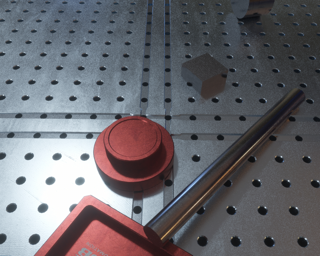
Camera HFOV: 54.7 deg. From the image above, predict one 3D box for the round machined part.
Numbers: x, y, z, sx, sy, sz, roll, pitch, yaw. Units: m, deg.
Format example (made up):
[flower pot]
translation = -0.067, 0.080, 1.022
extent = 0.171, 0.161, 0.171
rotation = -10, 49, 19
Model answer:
[round machined part]
translation = -0.031, 0.023, 0.377
extent = 0.099, 0.042, 0.098
rotation = 0, 50, 0

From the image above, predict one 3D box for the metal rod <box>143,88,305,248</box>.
[metal rod]
translation = 0.096, 0.026, 0.366
extent = 0.025, 0.025, 0.302
rotation = 36, 52, 26

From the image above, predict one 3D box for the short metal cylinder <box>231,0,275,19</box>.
[short metal cylinder]
translation = 0.174, -0.252, 0.586
extent = 0.050, 0.080, 0.080
rotation = -11, 51, -9

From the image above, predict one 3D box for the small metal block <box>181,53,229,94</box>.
[small metal block]
translation = 0.068, -0.086, 0.481
extent = 0.050, 0.025, 0.050
rotation = -27, 55, -21

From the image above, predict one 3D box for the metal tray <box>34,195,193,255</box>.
[metal tray]
translation = -0.044, 0.132, 0.292
extent = 0.130, 0.030, 0.090
rotation = 25, 54, 19
